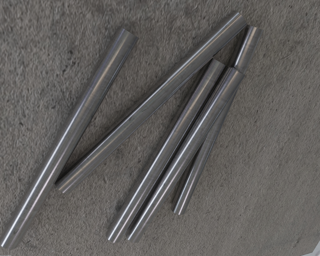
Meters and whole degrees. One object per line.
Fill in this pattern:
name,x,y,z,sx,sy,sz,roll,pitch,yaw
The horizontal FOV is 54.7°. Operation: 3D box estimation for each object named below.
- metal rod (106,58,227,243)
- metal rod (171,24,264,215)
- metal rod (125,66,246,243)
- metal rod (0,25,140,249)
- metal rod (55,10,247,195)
metal rod,0.002,0.040,0.432,0.025,0.025,0.298,19,108,-36
metal rod,0.075,0.002,0.448,0.025,0.025,0.298,5,116,-31
metal rod,0.027,0.049,0.439,0.025,0.025,0.298,16,114,-35
metal rod,-0.111,0.021,0.358,0.025,0.025,0.299,23,106,-37
metal rod,-0.013,-0.030,0.380,0.300,0.025,0.025,-43,129,2
